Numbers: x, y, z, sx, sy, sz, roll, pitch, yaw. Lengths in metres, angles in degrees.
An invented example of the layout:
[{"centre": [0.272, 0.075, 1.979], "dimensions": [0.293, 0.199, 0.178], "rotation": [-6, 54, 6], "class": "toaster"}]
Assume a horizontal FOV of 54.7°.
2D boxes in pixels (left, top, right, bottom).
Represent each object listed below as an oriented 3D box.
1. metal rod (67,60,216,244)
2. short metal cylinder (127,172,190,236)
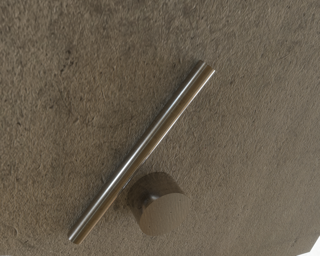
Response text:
[{"centre": [-0.030, 0.038, 0.415], "dimensions": [0.025, 0.025, 0.299], "rotation": [31, 101, -38], "class": "metal rod"}, {"centre": [-0.002, 0.112, 0.461], "dimensions": [0.081, 0.050, 0.079], "rotation": [-14, 125, -21], "class": "short metal cylinder"}]
